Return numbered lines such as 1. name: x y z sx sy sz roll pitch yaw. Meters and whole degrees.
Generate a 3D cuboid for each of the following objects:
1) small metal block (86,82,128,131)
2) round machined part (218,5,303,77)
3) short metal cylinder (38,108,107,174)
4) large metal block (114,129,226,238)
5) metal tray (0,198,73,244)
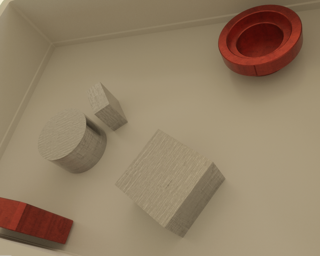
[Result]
1. small metal block: -0.077 -0.031 0.447 0.025 0.050 0.050 -34 52 6
2. round machined part: 0.127 -0.104 0.392 0.098 0.042 0.098 -13 56 20
3. short metal cylinder: -0.124 0.019 0.441 0.080 0.050 0.080 -13 56 20
4. large metal block: 0.012 0.060 0.346 0.080 0.050 0.080 31 79 37
5. metal tray: -0.189 0.112 0.392 0.130 0.090 0.030 2 63 29
